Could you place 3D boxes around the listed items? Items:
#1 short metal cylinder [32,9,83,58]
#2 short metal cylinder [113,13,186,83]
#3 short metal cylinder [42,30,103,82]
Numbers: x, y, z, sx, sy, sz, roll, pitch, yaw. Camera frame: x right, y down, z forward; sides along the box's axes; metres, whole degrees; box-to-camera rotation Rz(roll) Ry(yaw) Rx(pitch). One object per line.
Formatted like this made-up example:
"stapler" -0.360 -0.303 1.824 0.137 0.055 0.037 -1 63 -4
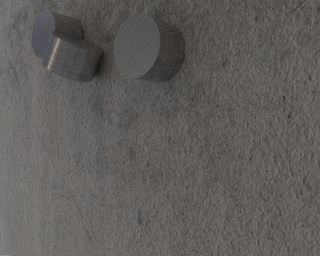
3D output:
"short metal cylinder" -0.178 -0.156 0.533 0.080 0.050 0.080 -2 87 42
"short metal cylinder" -0.014 -0.101 0.401 0.080 0.050 0.080 0 90 40
"short metal cylinder" -0.135 -0.111 0.481 0.080 0.081 0.050 37 113 33
